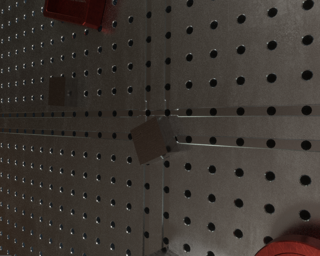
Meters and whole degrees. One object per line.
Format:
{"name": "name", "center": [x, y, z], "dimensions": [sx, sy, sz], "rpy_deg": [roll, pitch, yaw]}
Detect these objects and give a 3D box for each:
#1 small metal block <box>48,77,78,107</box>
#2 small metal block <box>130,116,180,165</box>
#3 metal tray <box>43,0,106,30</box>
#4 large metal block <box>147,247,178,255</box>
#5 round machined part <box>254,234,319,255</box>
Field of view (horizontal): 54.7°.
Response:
{"name": "small metal block", "center": [-0.172, -0.064, 0.548], "dimensions": [0.050, 0.025, 0.050], "rpy_deg": [6, 94, 39]}
{"name": "small metal block", "center": [-0.008, 0.017, 0.414], "dimensions": [0.050, 0.025, 0.050], "rpy_deg": [-28, 73, 36]}
{"name": "metal tray", "center": [-0.144, -0.223, 0.521], "dimensions": [0.130, 0.030, 0.089], "rpy_deg": [24, 105, 37]}
{"name": "large metal block", "center": [0.013, 0.210, 0.381], "dimensions": [0.080, 0.050, 0.079], "rpy_deg": [20, 103, 38]}
{"name": "round machined part", "center": [0.136, 0.148, 0.286], "dimensions": [0.098, 0.042, 0.097], "rpy_deg": [0, 90, 39]}
